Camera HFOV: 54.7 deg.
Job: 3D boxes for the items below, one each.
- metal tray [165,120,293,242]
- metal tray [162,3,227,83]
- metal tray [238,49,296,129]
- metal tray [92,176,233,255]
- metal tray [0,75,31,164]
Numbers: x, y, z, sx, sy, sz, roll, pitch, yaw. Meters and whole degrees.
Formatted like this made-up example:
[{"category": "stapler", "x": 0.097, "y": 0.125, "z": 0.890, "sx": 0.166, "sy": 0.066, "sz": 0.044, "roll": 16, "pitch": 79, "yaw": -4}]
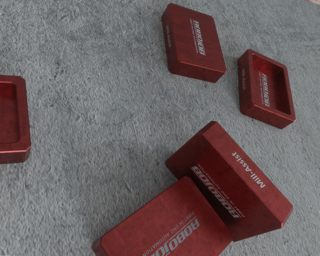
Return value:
[{"category": "metal tray", "x": 0.075, "y": 0.065, "z": 0.362, "sx": 0.130, "sy": 0.090, "sz": 0.030, "roll": 49, "pitch": 51, "yaw": 6}, {"category": "metal tray", "x": 0.055, "y": -0.142, "z": 0.517, "sx": 0.091, "sy": 0.030, "sz": 0.130, "roll": 8, "pitch": 58, "yaw": -24}, {"category": "metal tray", "x": 0.184, "y": -0.070, "z": 0.541, "sx": 0.091, "sy": 0.030, "sz": 0.130, "roll": 19, "pitch": 54, "yaw": -17}, {"category": "metal tray", "x": 0.007, "y": 0.121, "z": 0.330, "sx": 0.131, "sy": 0.030, "sz": 0.090, "roll": -29, "pitch": 78, "yaw": -37}, {"category": "metal tray", "x": -0.199, "y": -0.009, "z": 0.298, "sx": 0.131, "sy": 0.030, "sz": 0.090, "roll": -2, "pitch": 63, "yaw": -29}]
